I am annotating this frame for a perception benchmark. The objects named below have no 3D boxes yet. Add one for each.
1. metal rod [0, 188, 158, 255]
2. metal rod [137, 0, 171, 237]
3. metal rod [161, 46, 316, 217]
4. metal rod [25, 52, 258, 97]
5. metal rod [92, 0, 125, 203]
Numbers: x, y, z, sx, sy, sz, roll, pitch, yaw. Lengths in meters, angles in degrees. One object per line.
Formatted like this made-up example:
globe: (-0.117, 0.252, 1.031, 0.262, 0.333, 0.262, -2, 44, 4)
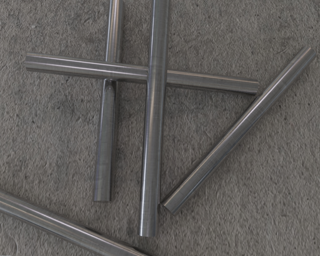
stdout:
metal rod: (-0.119, 0.115, 0.365, 0.301, 0.025, 0.025, 21, 71, 7)
metal rod: (-0.006, -0.023, 0.382, 0.025, 0.025, 0.298, 3, 83, 1)
metal rod: (0.112, -0.005, 0.410, 0.025, 0.025, 0.301, 41, 75, 13)
metal rod: (-0.018, -0.070, 0.412, 0.302, 0.025, 0.025, 6, 70, -7)
metal rod: (-0.068, -0.051, 0.426, 0.025, 0.025, 0.299, 1, 70, 0)
